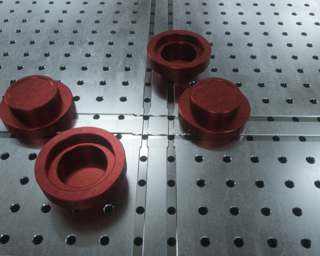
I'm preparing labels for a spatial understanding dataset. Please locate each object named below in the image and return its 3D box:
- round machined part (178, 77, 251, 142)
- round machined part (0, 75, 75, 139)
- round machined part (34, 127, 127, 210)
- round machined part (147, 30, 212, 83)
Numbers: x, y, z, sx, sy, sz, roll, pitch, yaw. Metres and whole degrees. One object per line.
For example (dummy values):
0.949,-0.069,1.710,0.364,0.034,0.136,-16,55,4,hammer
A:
0.074,-0.032,0.424,0.099,0.042,0.098,0,50,0,round machined part
-0.170,-0.035,0.426,0.099,0.042,0.098,0,50,0,round machined part
-0.087,0.049,0.356,0.099,0.042,0.098,0,50,0,round machined part
0.029,-0.109,0.489,0.099,0.042,0.098,0,50,0,round machined part
